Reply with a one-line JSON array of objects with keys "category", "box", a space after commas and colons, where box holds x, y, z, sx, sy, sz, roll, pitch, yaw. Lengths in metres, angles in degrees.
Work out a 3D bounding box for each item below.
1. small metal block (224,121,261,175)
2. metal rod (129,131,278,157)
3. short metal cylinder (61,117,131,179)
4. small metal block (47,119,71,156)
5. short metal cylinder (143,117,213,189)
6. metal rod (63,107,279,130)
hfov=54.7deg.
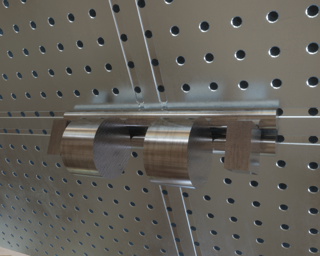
[{"category": "small metal block", "box": [0.090, 0.022, 0.332, 0.025, 0.050, 0.050, 1, 78, 28]}, {"category": "metal rod", "box": [0.000, 0.018, 0.423, 0.300, 0.025, 0.025, 1, 119, 27]}, {"category": "short metal cylinder", "box": [-0.081, 0.025, 0.406, 0.050, 0.080, 0.080, 1, 119, 28]}, {"category": "small metal block", "box": [-0.130, 0.018, 0.446, 0.025, 0.050, 0.050, 1, 77, 28]}, {"category": "short metal cylinder", "box": [0.023, 0.027, 0.352, 0.050, 0.080, 0.080, 1, 119, 28]}, {"category": "metal rod", "box": [-0.005, -0.013, 0.406, 0.300, 0.025, 0.025, 1, 119, 27]}]
